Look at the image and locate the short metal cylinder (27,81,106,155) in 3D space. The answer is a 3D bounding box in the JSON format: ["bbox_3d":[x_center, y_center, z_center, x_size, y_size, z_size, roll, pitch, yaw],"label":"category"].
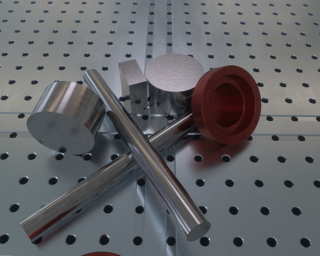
[{"bbox_3d":[-0.113,-0.011,0.380,0.080,0.080,0.050,7,51,6],"label":"short metal cylinder"}]

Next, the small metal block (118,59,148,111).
[{"bbox_3d":[-0.038,-0.061,0.442,0.025,0.050,0.050,-17,52,-13],"label":"small metal block"}]

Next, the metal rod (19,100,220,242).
[{"bbox_3d":[-0.022,0.031,0.380,0.302,0.025,0.025,-33,58,-25],"label":"metal rod"}]

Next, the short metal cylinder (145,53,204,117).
[{"bbox_3d":[0.021,-0.062,0.443,0.080,0.050,0.080,0,51,0],"label":"short metal cylinder"}]

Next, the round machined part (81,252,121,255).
[{"bbox_3d":[-0.056,0.156,0.265,0.099,0.042,0.098,0,50,0],"label":"round machined part"}]

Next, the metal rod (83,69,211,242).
[{"bbox_3d":[-0.036,0.006,0.372,0.025,0.025,0.300,-22,44,-18],"label":"metal rod"}]

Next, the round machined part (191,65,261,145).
[{"bbox_3d":[0.080,-0.029,0.398,0.099,0.098,0.042,-33,18,-25],"label":"round machined part"}]
